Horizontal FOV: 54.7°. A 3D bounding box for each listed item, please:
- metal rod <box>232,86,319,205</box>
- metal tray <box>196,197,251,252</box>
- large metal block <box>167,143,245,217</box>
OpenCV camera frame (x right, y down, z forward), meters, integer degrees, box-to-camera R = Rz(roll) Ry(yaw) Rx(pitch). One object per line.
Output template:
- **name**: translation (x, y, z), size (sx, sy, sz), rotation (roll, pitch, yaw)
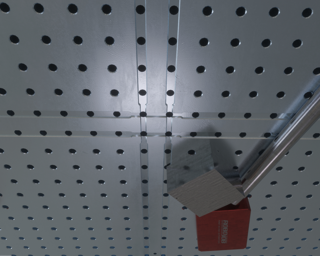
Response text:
- **metal rod**: translation (0.177, 0.011, 0.423), size (0.025, 0.025, 0.298), rotation (17, 128, -14)
- **metal tray**: translation (0.111, 0.175, 0.558), size (0.091, 0.030, 0.129), rotation (-5, 130, 4)
- **large metal block**: translation (0.067, 0.080, 0.464), size (0.080, 0.050, 0.080), rotation (-32, 123, 24)
